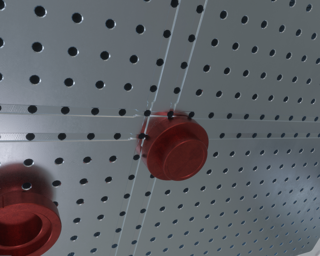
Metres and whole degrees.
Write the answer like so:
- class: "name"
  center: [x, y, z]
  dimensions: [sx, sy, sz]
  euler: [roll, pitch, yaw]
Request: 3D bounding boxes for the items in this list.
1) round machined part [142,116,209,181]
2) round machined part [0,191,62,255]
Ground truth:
- class: "round machined part"
  center: [0.027, 0.036, 0.437]
  dimensions: [0.099, 0.042, 0.097]
  euler: [-14, 124, -21]
- class: "round machined part"
  center: [-0.174, 0.116, 0.377]
  dimensions: [0.099, 0.042, 0.097]
  euler: [-14, 124, -21]
